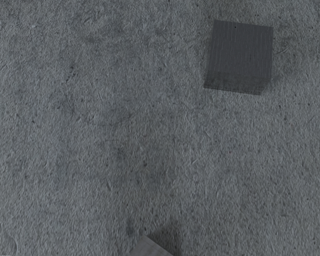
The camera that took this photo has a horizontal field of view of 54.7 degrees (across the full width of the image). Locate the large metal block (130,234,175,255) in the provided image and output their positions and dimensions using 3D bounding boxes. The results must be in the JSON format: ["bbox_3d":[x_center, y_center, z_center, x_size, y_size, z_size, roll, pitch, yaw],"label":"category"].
[{"bbox_3d":[-0.018,0.160,0.320,0.050,0.080,0.080,33,73,11],"label":"large metal block"}]

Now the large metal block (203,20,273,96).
[{"bbox_3d":[0.108,-0.097,0.431,0.080,0.050,0.080,8,70,3],"label":"large metal block"}]
